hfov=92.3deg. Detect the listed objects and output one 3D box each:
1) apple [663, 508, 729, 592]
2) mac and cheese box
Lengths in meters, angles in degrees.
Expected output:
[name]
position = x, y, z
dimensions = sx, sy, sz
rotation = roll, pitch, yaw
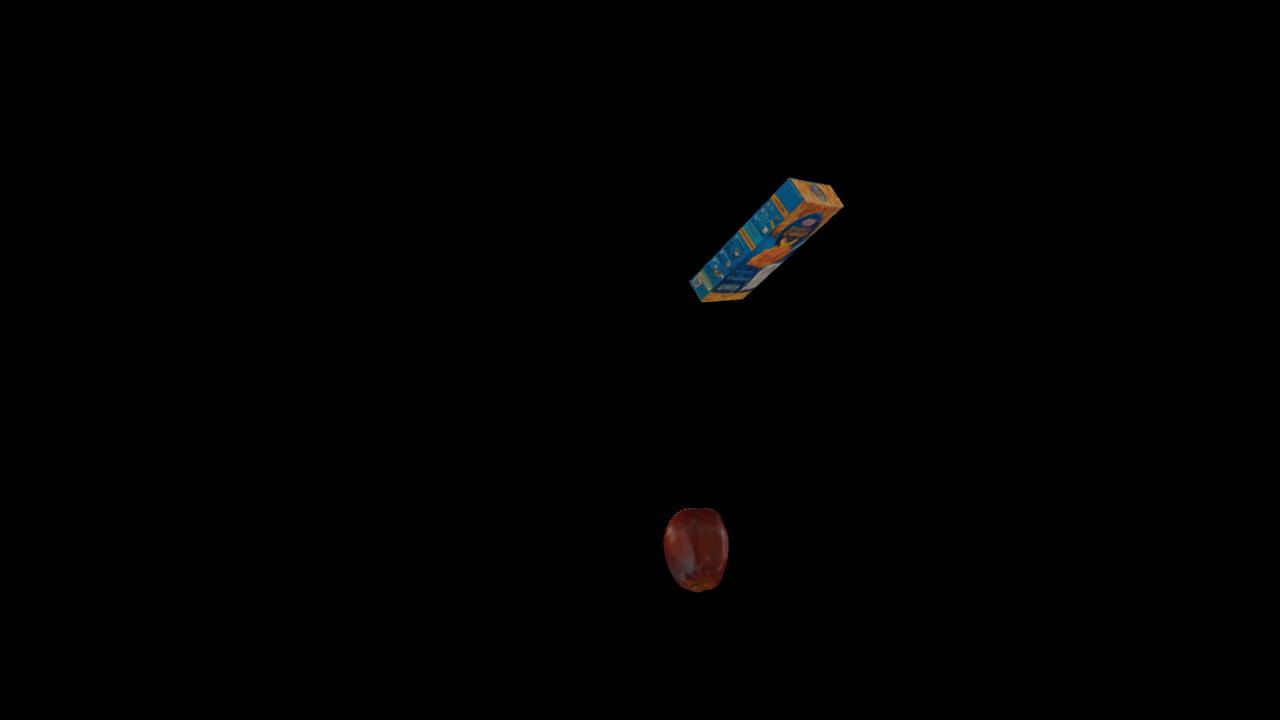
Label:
[apple]
position = 0.063, 0.212, 0.694
dimensions = 0.079, 0.079, 0.093
rotation = 0, 43, -4
[mac and cheese box]
position = 0.152, -0.141, 0.757
dimensions = 0.093, 0.041, 0.184
rotation = -7, -28, -44
